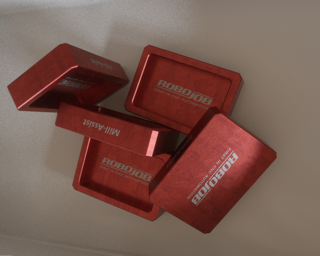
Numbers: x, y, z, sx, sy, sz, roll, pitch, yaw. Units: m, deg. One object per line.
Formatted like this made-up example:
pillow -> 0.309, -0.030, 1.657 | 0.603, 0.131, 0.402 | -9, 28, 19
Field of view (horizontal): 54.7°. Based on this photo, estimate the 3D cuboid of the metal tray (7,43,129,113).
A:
metal tray -> -0.107, -0.055, 0.388 | 0.090, 0.130, 0.030 | -31, 80, 18

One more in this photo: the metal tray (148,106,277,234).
metal tray -> 0.059, 0.052, 0.364 | 0.090, 0.030, 0.130 | 34, 103, -13

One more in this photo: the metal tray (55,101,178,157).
metal tray -> -0.051, -0.001, 0.390 | 0.130, 0.090, 0.030 | 17, 96, 19

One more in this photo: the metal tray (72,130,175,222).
metal tray -> -0.048, 0.059, 0.420 | 0.130, 0.030, 0.089 | 17, 96, 18

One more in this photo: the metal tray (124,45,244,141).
metal tray -> 0.029, -0.043, 0.395 | 0.130, 0.030, 0.089 | 22, 97, 18
